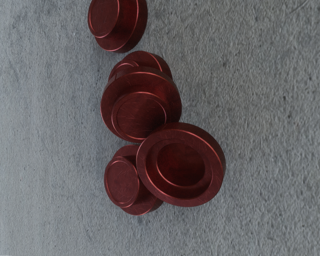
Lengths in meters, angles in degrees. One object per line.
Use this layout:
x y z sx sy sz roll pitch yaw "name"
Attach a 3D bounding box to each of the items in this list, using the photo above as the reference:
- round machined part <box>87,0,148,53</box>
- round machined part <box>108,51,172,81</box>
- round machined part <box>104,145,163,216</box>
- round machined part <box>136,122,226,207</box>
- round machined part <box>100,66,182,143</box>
-0.068 -0.161 0.450 0.098 0.042 0.097 0 90 40 "round machined part"
-0.034 -0.056 0.422 0.098 0.042 0.097 0 90 40 "round machined part"
-0.039 0.072 0.427 0.098 0.042 0.097 0 90 40 "round machined part"
0.026 0.038 0.355 0.098 0.042 0.097 8 116 17 "round machined part"
-0.022 -0.021 0.374 0.097 0.098 0.042 -56 20 25 "round machined part"
